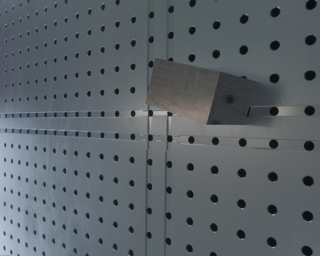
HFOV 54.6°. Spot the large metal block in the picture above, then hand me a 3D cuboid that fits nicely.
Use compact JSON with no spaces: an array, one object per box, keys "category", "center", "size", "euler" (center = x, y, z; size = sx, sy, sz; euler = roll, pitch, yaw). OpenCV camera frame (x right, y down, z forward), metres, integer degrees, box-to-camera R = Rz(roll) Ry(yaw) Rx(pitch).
[{"category":"large metal block","center":[0.045,-0.039,0.337],"size":[0.080,0.081,0.050],"euler":[22,104,38]}]
